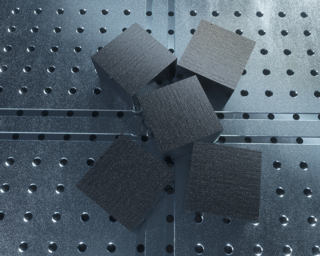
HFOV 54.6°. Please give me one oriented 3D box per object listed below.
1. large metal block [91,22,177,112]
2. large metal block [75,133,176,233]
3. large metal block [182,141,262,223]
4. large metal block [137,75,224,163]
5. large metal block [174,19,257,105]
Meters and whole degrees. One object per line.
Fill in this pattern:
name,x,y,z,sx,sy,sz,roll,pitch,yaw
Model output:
large metal block,-0.034,-0.084,0.429,0.080,0.050,0.080,-42,75,-13
large metal block,-0.038,0.067,0.372,0.080,0.050,0.080,36,74,12
large metal block,0.073,0.067,0.374,0.080,0.050,0.080,9,70,2
large metal block,0.024,-0.010,0.402,0.080,0.050,0.080,-21,72,-8
large metal block,0.075,-0.091,0.431,0.080,0.050,0.080,25,72,6
